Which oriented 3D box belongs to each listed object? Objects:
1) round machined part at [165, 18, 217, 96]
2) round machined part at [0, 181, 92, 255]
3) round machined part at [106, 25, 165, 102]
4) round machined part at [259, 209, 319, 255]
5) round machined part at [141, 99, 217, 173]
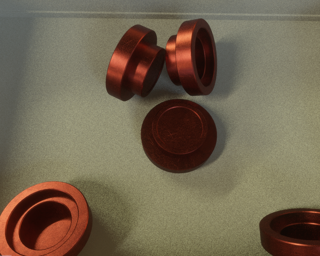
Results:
[{"bbox_3d":[0.040,-0.091,0.410,0.042,0.098,0.098,0,68,28],"label":"round machined part"},{"bbox_3d":[-0.125,0.113,0.347,0.099,0.042,0.098,-2,49,2],"label":"round machined part"},{"bbox_3d":[-0.026,-0.078,0.399,0.042,0.098,0.098,26,72,9],"label":"round machined part"},{"bbox_3d":[0.160,0.123,0.331,0.099,0.098,0.042,-7,94,-3],"label":"round machined part"},{"bbox_3d":[0.024,0.006,0.398,0.099,0.042,0.098,0,70,0],"label":"round machined part"}]
